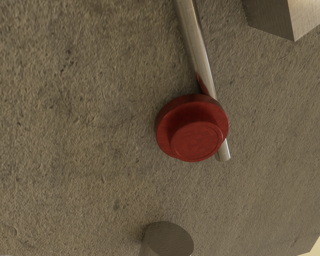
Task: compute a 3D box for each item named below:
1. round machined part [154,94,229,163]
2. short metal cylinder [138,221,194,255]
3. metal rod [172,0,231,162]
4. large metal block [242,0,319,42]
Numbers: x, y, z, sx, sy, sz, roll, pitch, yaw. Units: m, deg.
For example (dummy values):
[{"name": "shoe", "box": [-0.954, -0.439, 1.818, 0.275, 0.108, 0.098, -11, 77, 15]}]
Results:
[{"name": "round machined part", "box": [0.044, 0.007, 0.408, 0.099, 0.042, 0.097, -5, 128, -6]}, {"name": "short metal cylinder", "box": [0.009, 0.199, 0.501, 0.081, 0.080, 0.050, 2, 117, -30]}, {"name": "metal rod", "box": [0.056, -0.065, 0.399, 0.025, 0.025, 0.299, -30, 129, -10]}, {"name": "large metal block", "box": [0.137, -0.155, 0.352, 0.050, 0.080, 0.080, -36, 130, -4]}]
